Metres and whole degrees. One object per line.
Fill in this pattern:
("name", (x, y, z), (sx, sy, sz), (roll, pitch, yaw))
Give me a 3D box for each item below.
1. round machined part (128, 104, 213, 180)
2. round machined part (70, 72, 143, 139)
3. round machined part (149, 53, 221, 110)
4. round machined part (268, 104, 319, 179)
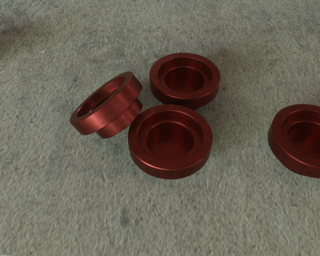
("round machined part", (0.012, 0.020, 0.375), (0.099, 0.042, 0.098), (0, 50, 0))
("round machined part", (-0.061, -0.024, 0.391), (0.098, 0.042, 0.098), (-31, 24, 16))
("round machined part", (0.034, -0.062, 0.445), (0.099, 0.042, 0.098), (0, 50, 0))
("round machined part", (0.181, 0.020, 0.378), (0.099, 0.042, 0.098), (0, 50, 0))
